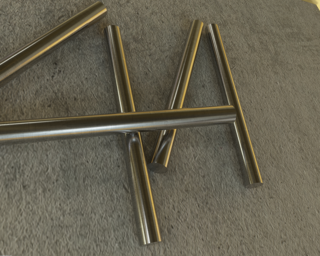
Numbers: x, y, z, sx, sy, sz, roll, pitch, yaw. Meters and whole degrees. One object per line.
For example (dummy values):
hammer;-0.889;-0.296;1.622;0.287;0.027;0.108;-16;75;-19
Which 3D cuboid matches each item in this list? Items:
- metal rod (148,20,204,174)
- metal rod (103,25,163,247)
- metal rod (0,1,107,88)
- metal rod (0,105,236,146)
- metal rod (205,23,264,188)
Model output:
metal rod;0.032;-0.067;0.463;0.025;0.025;0.300;26;52;-13
metal rod;-0.040;-0.010;0.389;0.025;0.025;0.299;2;61;-28
metal rod;-0.160;-0.084;0.369;0.025;0.025;0.301;39;51;-3
metal rod;-0.048;-0.005;0.353;0.303;0.025;0.025;-5;64;-21
metal rod;0.112;-0.051;0.497;0.025;0.025;0.299;7;59;-25
